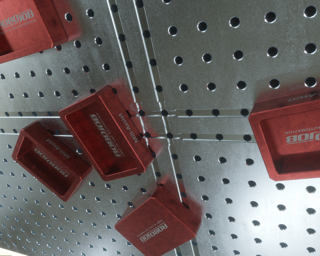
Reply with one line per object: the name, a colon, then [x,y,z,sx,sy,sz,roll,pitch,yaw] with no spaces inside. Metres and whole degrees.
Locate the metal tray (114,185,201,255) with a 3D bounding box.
metal tray: [-0.007,0.159,0.509,0.090,0.030,0.129,43,129,-2]

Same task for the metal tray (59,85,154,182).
metal tray: [-0.078,0.013,0.455,0.090,0.030,0.130,-19,109,35]

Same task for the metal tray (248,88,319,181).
metal tray: [0.170,0.006,0.321,0.130,0.030,0.090,-12,112,33]

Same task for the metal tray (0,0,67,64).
metal tray: [-0.198,-0.143,0.421,0.130,0.030,0.090,-6,116,30]

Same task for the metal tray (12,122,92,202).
metal tray: [-0.192,0.061,0.543,0.130,0.030,0.089,40,129,0]
